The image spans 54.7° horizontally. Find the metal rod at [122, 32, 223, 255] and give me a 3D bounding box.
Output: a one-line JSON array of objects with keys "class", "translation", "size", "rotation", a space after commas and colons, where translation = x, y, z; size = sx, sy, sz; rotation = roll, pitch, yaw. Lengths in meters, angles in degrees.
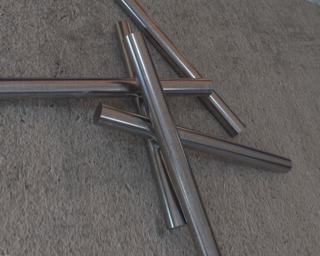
[{"class": "metal rod", "translation": [0.020, 0.040, 0.338], "size": [0.025, 0.025, 0.299], "rotation": [-18, 87, -35]}]

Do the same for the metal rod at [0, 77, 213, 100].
[{"class": "metal rod", "translation": [-0.074, -0.048, 0.369], "size": [0.303, 0.025, 0.025], "rotation": [-3, 63, -22]}]

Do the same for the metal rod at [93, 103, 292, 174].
[{"class": "metal rod", "translation": [0.062, 0.021, 0.401], "size": [0.302, 0.025, 0.025], "rotation": [16, 55, -28]}]

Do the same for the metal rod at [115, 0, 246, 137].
[{"class": "metal rod", "translation": [0.025, -0.108, 0.482], "size": [0.025, 0.025, 0.300], "rotation": [-34, 81, -38]}]

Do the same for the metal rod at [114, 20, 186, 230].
[{"class": "metal rod", "translation": [-0.018, -0.021, 0.406], "size": [0.025, 0.025, 0.299], "rotation": [-2, 63, -29]}]
